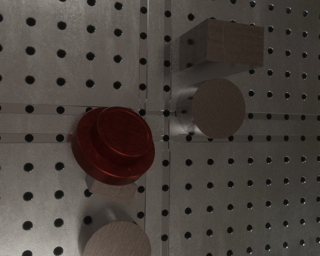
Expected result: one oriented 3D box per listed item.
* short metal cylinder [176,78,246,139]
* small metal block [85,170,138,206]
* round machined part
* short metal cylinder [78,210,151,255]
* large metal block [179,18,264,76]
[{"bbox_3d":[0.069,-0.026,0.426,0.081,0.050,0.079,0,90,-21],"label":"short metal cylinder"},{"bbox_3d":[-0.060,0.068,0.377,0.050,0.050,0.025,25,86,-19],"label":"small metal block"},{"bbox_3d":[-0.048,0.014,0.360,0.099,0.042,0.098,21,45,-22],"label":"round machined part"},{"bbox_3d":[-0.057,0.147,0.379,0.081,0.050,0.079,0,90,-21],"label":"short metal cylinder"},{"bbox_3d":[0.079,-0.103,0.414,0.081,0.080,0.050,1,90,-20],"label":"large metal block"}]
